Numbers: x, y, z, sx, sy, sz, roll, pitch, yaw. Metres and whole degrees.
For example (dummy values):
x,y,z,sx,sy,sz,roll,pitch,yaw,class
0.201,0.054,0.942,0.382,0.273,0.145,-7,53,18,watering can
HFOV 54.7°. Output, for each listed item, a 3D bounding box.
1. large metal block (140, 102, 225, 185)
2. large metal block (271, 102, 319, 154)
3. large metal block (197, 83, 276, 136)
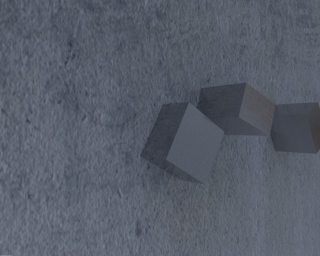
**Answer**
x,y,z,sx,sy,sz,roll,pitch,yaw,class
0.033,0.021,0.418,0.080,0.050,0.080,36,68,-35,large metal block
0.259,0.000,0.590,0.050,0.080,0.080,-34,112,-35,large metal block
0.113,-0.025,0.466,0.080,0.080,0.050,25,75,-38,large metal block
